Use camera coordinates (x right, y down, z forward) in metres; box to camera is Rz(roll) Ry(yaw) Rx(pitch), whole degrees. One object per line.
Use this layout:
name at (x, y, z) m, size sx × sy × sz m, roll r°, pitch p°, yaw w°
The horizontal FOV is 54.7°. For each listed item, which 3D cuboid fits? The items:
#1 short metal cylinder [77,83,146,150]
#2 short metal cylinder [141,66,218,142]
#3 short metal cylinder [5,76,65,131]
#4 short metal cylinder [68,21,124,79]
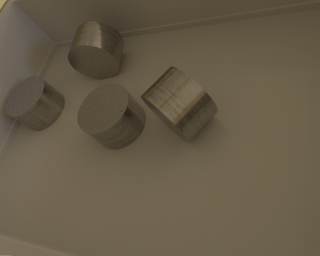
short metal cylinder at (-0.067, -0.016, 0.435) m, size 0.080 × 0.050 × 0.080 m, roll -13°, pitch 56°, yaw 21°
short metal cylinder at (0.023, -0.028, 0.376) m, size 0.050 × 0.080 × 0.080 m, roll -46°, pitch 51°, yaw -4°
short metal cylinder at (-0.211, -0.042, 0.527) m, size 0.080 × 0.050 × 0.080 m, roll -13°, pitch 56°, yaw 21°
short metal cylinder at (-0.102, -0.124, 0.500) m, size 0.080 × 0.080 × 0.050 m, roll -7°, pitch 59°, yaw 24°
